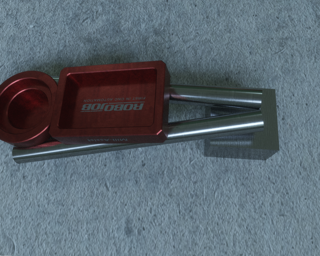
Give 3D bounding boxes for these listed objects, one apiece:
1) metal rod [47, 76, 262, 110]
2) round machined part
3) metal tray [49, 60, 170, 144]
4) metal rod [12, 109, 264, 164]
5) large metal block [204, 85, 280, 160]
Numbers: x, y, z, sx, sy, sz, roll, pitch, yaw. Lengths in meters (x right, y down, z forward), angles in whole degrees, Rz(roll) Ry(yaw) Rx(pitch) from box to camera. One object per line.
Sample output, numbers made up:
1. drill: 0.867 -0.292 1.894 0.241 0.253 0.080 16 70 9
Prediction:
1. metal rod: -0.029 -0.047 0.392 0.301 0.025 0.025 6 70 15
2. round machined part: -0.165 -0.021 0.400 0.098 0.042 0.098 -3 69 9
3. metal tray: -0.056 -0.029 0.361 0.131 0.030 0.090 -1 69 12
4. metal rod: -0.034 0.012 0.370 0.301 0.025 0.025 -8 70 10
5. large metal block: 0.101 -0.006 0.398 0.081 0.050 0.080 4 70 1
